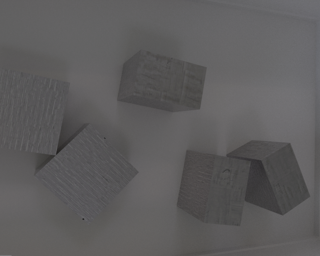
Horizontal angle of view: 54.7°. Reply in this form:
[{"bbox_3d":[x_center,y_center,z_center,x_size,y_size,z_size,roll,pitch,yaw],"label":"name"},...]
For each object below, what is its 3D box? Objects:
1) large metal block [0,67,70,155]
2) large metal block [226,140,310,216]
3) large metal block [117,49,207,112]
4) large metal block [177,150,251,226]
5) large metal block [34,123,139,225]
[{"bbox_3d":[-0.150,-0.017,0.342,0.081,0.050,0.080,11,86,-20],"label":"large metal block"},{"bbox_3d":[0.150,0.065,0.436,0.050,0.080,0.080,-26,99,-18],"label":"large metal block"},{"bbox_3d":[-0.001,-0.053,0.381,0.081,0.080,0.050,11,87,-20],"label":"large metal block"},{"bbox_3d":[0.067,0.075,0.406,0.050,0.080,0.080,12,86,-20],"label":"large metal block"},{"bbox_3d":[-0.087,0.051,0.365,0.080,0.050,0.080,-46,105,-14],"label":"large metal block"}]
